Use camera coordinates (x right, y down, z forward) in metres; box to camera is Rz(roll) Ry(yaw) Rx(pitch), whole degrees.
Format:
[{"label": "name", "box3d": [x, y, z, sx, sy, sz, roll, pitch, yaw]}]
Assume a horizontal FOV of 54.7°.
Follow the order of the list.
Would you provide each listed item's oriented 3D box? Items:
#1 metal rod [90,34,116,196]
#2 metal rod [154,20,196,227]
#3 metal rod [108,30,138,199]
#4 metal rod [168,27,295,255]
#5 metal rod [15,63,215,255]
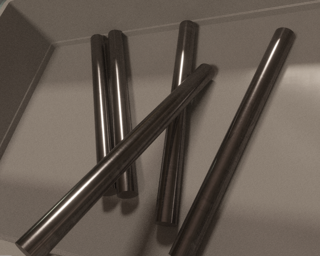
[{"label": "metal rod", "box3d": [-0.089, -0.040, 0.474, 0.025, 0.025, 0.299, -22, 54, 15]}, {"label": "metal rod", "box3d": [0.024, -0.026, 0.407, 0.025, 0.025, 0.299, -6, 59, 25]}, {"label": "metal rod", "box3d": [-0.059, -0.041, 0.459, 0.025, 0.025, 0.299, -20, 54, 16]}, {"label": "metal rod", "box3d": [0.089, 0.007, 0.353, 0.025, 0.025, 0.300, 18, 71, 34]}, {"label": "metal rod", "box3d": [-0.021, 0.011, 0.331, 0.025, 0.025, 0.301, 14, 45, 33]}]
